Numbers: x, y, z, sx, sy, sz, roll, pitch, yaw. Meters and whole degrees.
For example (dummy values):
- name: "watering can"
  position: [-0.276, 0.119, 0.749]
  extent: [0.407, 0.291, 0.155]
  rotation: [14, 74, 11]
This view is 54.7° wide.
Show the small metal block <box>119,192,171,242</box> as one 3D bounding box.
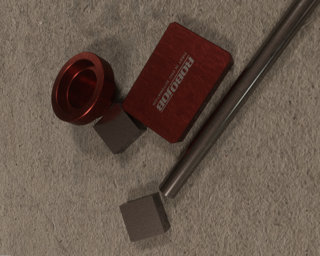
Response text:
- name: "small metal block"
  position: [-0.020, 0.119, 0.415]
  extent: [0.050, 0.025, 0.050]
  rotation: [-21, 83, 18]

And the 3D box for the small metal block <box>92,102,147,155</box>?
- name: "small metal block"
  position: [-0.056, 0.001, 0.428]
  extent: [0.050, 0.025, 0.050]
  rotation: [-43, 77, 14]

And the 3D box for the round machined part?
- name: "round machined part"
  position: [-0.099, -0.050, 0.423]
  extent: [0.098, 0.042, 0.098]
  rotation: [-11, 70, 31]

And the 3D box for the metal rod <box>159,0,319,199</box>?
- name: "metal rod"
  position: [0.092, -0.037, 0.376]
  extent: [0.025, 0.025, 0.299]
  rotation: [38, 102, 15]

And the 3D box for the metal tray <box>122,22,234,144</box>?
- name: "metal tray"
  position: [0.021, -0.056, 0.398]
  extent: [0.090, 0.030, 0.129]
  rotation: [35, 101, 16]
